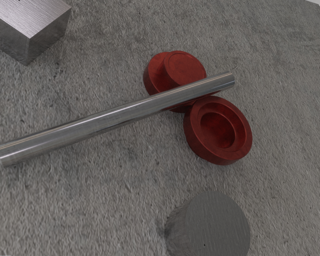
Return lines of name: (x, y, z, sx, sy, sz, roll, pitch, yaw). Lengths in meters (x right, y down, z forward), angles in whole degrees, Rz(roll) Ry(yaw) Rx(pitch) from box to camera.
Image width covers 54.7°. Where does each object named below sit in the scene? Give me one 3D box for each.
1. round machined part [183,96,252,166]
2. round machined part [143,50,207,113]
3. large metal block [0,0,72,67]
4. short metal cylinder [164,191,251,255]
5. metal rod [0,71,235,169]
round machined part: (0.075, 0.007, 0.429, 0.099, 0.042, 0.098, 14, 56, -21)
round machined part: (0.029, -0.074, 0.454, 0.099, 0.042, 0.098, 14, 56, -21)
large metal block: (-0.170, -0.136, 0.379, 0.080, 0.050, 0.080, 35, 51, -6)
short metal cylinder: (0.052, 0.116, 0.345, 0.081, 0.050, 0.080, 14, 56, -21)
metal rod: (-0.030, -0.020, 0.370, 0.302, 0.025, 0.025, -21, 73, -26)
